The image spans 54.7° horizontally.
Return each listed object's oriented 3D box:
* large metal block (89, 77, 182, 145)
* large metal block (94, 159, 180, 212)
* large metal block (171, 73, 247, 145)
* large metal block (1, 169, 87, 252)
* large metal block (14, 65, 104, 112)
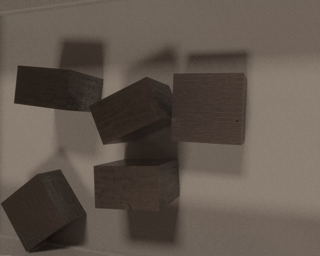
[{"bbox_3d":[-0.027,-0.019,0.390,0.080,0.080,0.050,-24,82,18],"label":"large metal block"},{"bbox_3d":[-0.026,0.068,0.390,0.080,0.080,0.050,-2,89,19],"label":"large metal block"},{"bbox_3d":[0.061,-0.023,0.375,0.080,0.050,0.079,3,91,19],"label":"large metal block"},{"bbox_3d":[-0.170,0.119,0.456,0.080,0.050,0.080,-37,79,16],"label":"large metal block"},{"bbox_3d":[-0.137,-0.052,0.428,0.080,0.080,0.050,8,93,19],"label":"large metal block"}]
